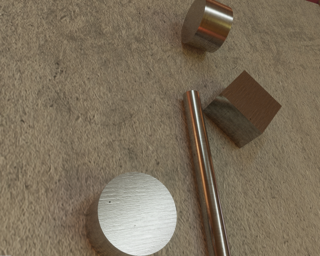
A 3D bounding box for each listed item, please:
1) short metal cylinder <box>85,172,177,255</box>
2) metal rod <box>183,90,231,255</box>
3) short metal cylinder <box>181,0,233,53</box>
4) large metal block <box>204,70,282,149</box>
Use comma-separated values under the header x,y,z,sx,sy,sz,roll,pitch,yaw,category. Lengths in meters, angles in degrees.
x,y,z,sx,sy,sz,roll,pitch,yaw,category
-0.030,0.091,0.316,0.081,0.050,0.080,14,56,-21,short metal cylinder
0.061,0.082,0.386,0.025,0.025,0.299,8,58,-24,metal rod
0.076,-0.171,0.514,0.050,0.080,0.080,15,56,-20,short metal cylinder
0.126,-0.030,0.474,0.080,0.050,0.080,45,51,3,large metal block
